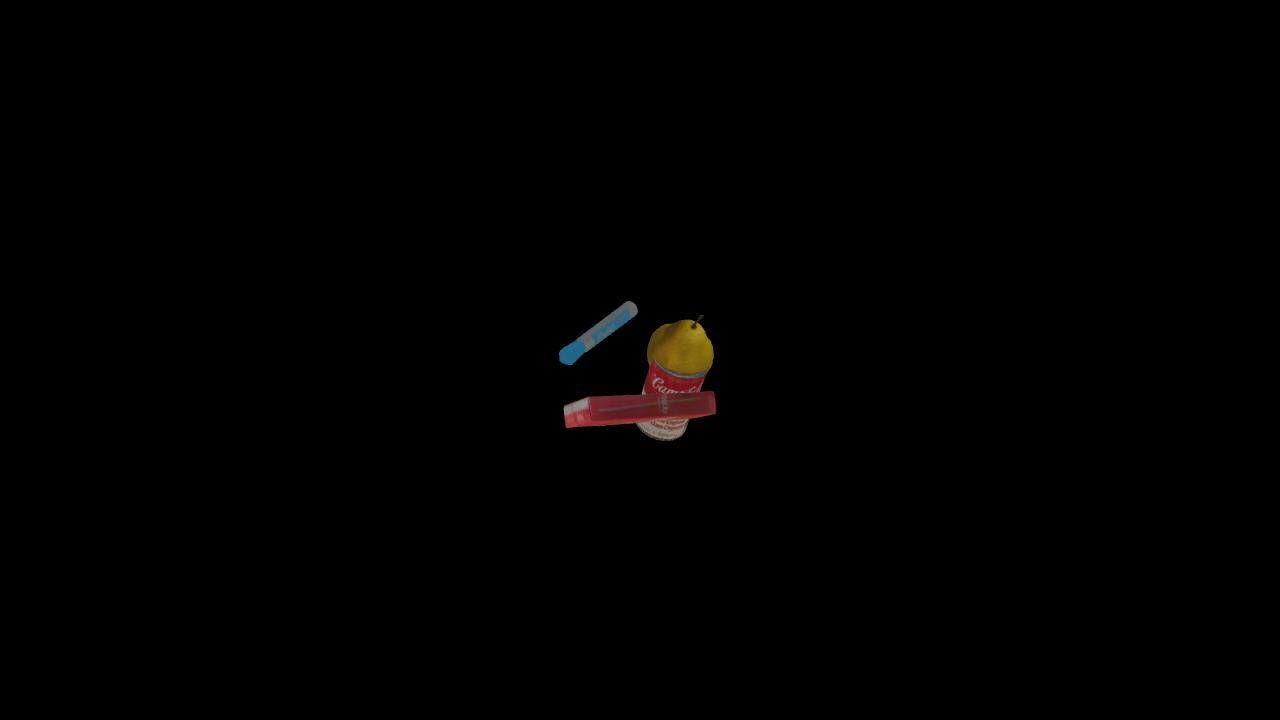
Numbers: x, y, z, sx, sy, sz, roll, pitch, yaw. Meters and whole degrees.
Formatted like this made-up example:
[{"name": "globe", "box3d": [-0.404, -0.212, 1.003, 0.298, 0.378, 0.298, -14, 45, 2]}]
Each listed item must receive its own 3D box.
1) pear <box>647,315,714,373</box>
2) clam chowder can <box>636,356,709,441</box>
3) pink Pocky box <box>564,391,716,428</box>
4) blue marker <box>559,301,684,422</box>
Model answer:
[{"name": "pear", "box3d": [0.048, -0.017, 0.710, 0.080, 0.080, 0.111, 0, -25, 0]}, {"name": "clam chowder can", "box3d": [0.036, 0.039, 0.743, 0.068, 0.102, 0.068, 11, 35, -8]}, {"name": "pink Pocky box", "box3d": [0.000, 0.056, 0.696, 0.155, 0.029, 0.084, -1, -9, -26]}, {"name": "blue marker", "box3d": [-0.044, -0.029, 0.654, 0.020, 0.020, 0.121, 0, 29, 40]}]
